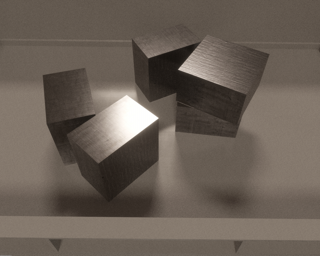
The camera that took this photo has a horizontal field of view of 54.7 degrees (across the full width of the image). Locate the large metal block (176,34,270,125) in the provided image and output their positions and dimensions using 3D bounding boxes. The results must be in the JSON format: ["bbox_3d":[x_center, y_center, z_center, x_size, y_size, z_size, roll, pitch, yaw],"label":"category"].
[{"bbox_3d":[0.075,-0.061,0.376,0.080,0.050,0.080,24,54,18],"label":"large metal block"}]

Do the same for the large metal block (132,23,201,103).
[{"bbox_3d":[0.009,-0.094,0.448,0.081,0.080,0.050,-22,53,-18],"label":"large metal block"}]

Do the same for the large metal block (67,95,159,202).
[{"bbox_3d":[-0.048,0.023,0.349,0.050,0.080,0.080,37,59,26],"label":"large metal block"}]

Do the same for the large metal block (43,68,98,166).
[{"bbox_3d":[-0.104,-0.014,0.379,0.050,0.080,0.080,-13,51,-11],"label":"large metal block"}]

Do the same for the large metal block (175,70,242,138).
[{"bbox_3d":[0.066,-0.037,0.421,0.080,0.050,0.080,6,51,4],"label":"large metal block"}]
